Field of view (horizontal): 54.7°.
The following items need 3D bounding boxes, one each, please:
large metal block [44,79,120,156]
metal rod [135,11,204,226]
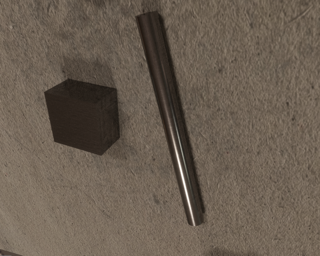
[{"bbox_3d":[-0.106,-0.017,0.434,0.080,0.050,0.079,14,124,20],"label":"large metal block"},{"bbox_3d":[0.019,0.007,0.399,0.025,0.025,0.298,0,119,28],"label":"metal rod"}]
